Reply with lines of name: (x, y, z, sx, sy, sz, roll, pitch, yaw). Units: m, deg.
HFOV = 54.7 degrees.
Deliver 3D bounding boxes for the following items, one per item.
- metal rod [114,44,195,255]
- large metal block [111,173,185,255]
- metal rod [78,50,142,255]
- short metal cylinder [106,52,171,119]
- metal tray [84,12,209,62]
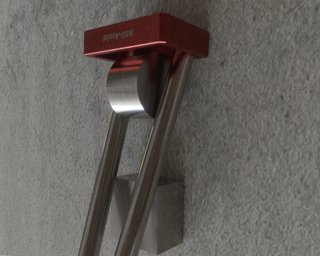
metal rod: (-0.010, 0.045, 0.352, 0.025, 0.025, 0.299, 11, 82, 39)
large metal block: (-0.017, 0.105, 0.399, 0.080, 0.050, 0.079, 2, 92, 39)
metal rod: (-0.064, 0.042, 0.397, 0.025, 0.025, 0.299, 3, 76, 39)
short metal cylinder: (-0.019, -0.051, 0.385, 0.050, 0.081, 0.079, 3, 92, 39)
metal tray: (-0.018, -0.102, 0.377, 0.130, 0.091, 0.030, 3, 92, 39)
